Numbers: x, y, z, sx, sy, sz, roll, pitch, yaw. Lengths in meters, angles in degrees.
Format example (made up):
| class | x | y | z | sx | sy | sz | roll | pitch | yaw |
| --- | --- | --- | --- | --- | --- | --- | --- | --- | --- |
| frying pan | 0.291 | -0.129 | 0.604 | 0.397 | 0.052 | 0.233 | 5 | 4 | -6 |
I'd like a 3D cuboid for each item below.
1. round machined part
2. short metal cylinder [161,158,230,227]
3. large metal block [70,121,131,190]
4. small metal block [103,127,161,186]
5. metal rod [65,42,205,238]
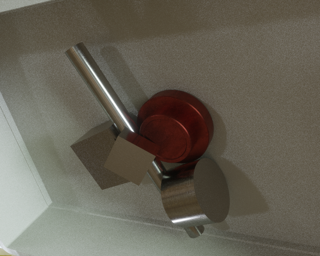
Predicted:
| class | x | y | z | sx | sy | sz | roll | pitch | yaw |
| --- | --- | --- | --- | --- | --- | --- | --- | --- | --- |
| round machined part | 0.014 | 0.005 | 0.389 | 0.098 | 0.042 | 0.097 | 13 | 124 | 20 |
| short metal cylinder | 0.046 | 0.083 | 0.397 | 0.050 | 0.080 | 0.080 | -22 | 107 | 36 |
| large metal block | -0.065 | 0.034 | 0.441 | 0.080 | 0.050 | 0.080 | -22 | 107 | 36 |
| small metal block | -0.035 | 0.035 | 0.383 | 0.050 | 0.025 | 0.050 | 29 | 117 | 1 |
| metal rod | -0.026 | 0.026 | 0.408 | 0.025 | 0.025 | 0.299 | -23 | 107 | 36 |
